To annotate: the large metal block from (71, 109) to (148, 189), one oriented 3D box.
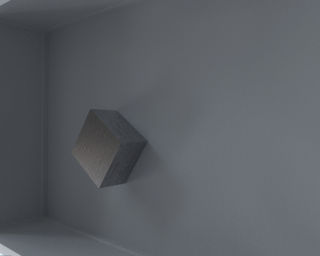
[{"bbox_3d":[-0.076,0.028,0.455,0.080,0.050,0.080,43,116,31],"label":"large metal block"}]
